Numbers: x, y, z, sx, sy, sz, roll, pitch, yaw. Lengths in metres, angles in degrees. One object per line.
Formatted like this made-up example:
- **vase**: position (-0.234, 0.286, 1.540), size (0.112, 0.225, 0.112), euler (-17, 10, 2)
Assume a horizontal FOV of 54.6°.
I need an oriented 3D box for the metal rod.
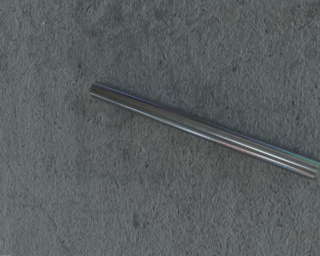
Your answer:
- **metal rod**: position (0.041, -0.004, 0.394), size (0.301, 0.025, 0.025), euler (21, 97, 18)
